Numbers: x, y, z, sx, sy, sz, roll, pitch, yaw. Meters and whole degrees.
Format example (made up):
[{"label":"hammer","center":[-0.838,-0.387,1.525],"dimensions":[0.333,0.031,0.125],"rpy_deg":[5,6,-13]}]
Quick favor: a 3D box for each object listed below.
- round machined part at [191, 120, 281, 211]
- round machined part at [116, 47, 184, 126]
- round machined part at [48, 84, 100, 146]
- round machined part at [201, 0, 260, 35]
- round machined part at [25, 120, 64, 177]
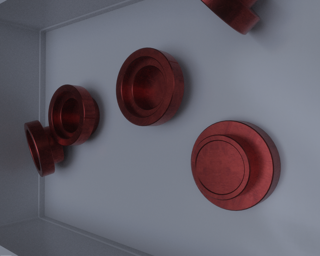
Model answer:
[{"label":"round machined part","center":[0.073,0.040,0.334],"dimensions":[0.098,0.042,0.097],"rpy_deg":[0,90,39]},{"label":"round machined part","center":[-0.008,-0.051,0.401],"dimensions":[0.098,0.042,0.097],"rpy_deg":[0,90,39]},{"label":"round machined part","center":[-0.136,-0.020,0.505],"dimensions":[0.098,0.042,0.097],"rpy_deg":[0,90,39]},{"label":"round machined part","center":[0.065,-0.142,0.305],"dimensions":[0.042,0.099,0.098],"rpy_deg":[-46,63,28]},{"label":"round machined part","center":[-0.200,0.033,0.542],"dimensions":[0.098,0.042,0.097],"rpy_deg":[35,134,47]}]
